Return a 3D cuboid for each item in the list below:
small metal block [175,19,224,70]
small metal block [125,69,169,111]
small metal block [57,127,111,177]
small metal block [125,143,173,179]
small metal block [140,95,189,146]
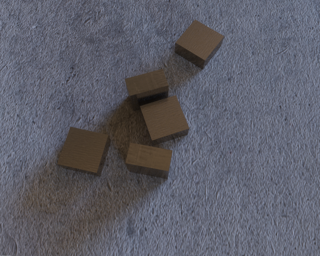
[{"bbox_3d":[0.057,-0.122,0.453,0.050,0.025,0.050,34,73,11],"label":"small metal block"},{"bbox_3d":[-0.017,-0.049,0.413,0.050,0.050,0.025,-16,71,-6],"label":"small metal block"},{"bbox_3d":[-0.095,0.031,0.396,0.050,0.025,0.050,12,70,4],"label":"small metal block"},{"bbox_3d":[-0.012,0.041,0.379,0.050,0.050,0.025,10,71,3],"label":"small metal block"},{"bbox_3d":[0.006,-0.010,0.412,0.050,0.025,0.050,-18,71,-7],"label":"small metal block"}]
